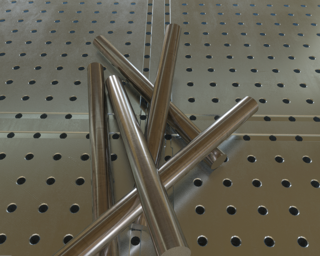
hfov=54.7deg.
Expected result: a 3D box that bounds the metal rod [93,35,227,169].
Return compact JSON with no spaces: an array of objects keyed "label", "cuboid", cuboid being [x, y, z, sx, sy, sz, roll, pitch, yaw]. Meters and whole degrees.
[{"label":"metal rod","cuboid":[-0.016,-0.053,0.451,0.025,0.025,0.300,-29,56,-22]}]

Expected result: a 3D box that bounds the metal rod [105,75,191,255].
[{"label":"metal rod","cuboid":[-0.029,0.013,0.346,0.025,0.025,0.300,-12,36,-10]}]

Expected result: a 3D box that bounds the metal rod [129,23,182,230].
[{"label":"metal rod","cuboid":[-0.001,-0.024,0.398,0.025,0.025,0.300,7,59,5]}]

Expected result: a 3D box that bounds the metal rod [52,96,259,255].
[{"label":"metal rod","cuboid":[0.010,0.049,0.330,0.025,0.025,0.302,38,58,27]}]

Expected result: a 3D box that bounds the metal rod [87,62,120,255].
[{"label":"metal rod","cuboid":[-0.075,0.021,0.389,0.025,0.025,0.300,-7,50,-7]}]
